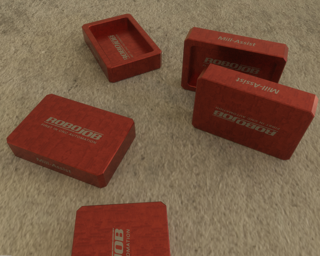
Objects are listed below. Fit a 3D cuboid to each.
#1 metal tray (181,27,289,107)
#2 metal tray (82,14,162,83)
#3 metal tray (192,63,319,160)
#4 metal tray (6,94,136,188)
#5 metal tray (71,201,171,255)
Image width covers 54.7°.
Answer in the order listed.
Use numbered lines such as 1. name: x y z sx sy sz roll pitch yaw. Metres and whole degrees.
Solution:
1. metal tray: 0.098 -0.083 0.431 0.131 0.089 0.030 15 52 11
2. metal tray: -0.065 -0.137 0.513 0.091 0.030 0.130 -21 53 -17
3. metal tray: 0.108 -0.018 0.377 0.130 0.089 0.030 21 53 16
4. metal tray: -0.108 0.012 0.389 0.130 0.030 0.090 17 52 13
5. metal tray: -0.035 0.136 0.285 0.091 0.030 0.130 -3 50 -3
